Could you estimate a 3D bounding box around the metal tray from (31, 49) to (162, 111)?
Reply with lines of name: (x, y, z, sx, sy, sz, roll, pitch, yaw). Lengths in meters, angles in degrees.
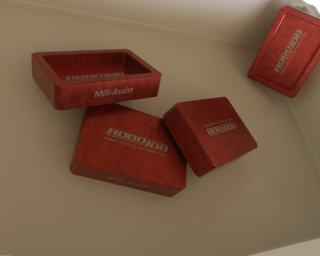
metal tray: (-0.076, -0.064, 0.375, 0.131, 0.030, 0.090, -12, 39, -34)

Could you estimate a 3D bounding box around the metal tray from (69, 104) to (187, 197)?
metal tray: (-0.032, 0.024, 0.372, 0.131, 0.030, 0.090, 18, 55, -19)

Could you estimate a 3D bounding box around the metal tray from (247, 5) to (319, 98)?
metal tray: (0.217, -0.126, 0.520, 0.090, 0.129, 0.030, 30, 32, 13)

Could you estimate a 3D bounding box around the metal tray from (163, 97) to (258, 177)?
metal tray: (0.072, 0.006, 0.418, 0.131, 0.030, 0.090, -12, 68, -50)
